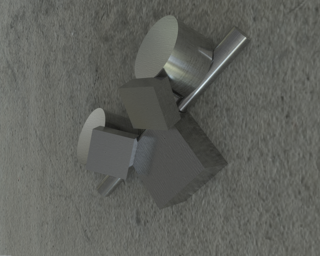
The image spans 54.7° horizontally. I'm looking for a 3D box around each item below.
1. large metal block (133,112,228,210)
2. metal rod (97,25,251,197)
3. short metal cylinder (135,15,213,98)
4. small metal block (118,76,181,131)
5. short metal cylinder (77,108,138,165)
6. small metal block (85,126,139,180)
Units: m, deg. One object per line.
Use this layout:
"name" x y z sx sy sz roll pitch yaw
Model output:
"large metal block" 0.018 0.037 0.371 0.080 0.050 0.080 -49 62 29
"metal rod" 0.002 -0.004 0.403 0.299 0.025 0.025 -48 62 28
"short metal cylinder" 0.014 -0.081 0.358 0.080 0.050 0.080 -32 47 43
"small metal block" -0.011 -0.026 0.332 0.050 0.025 0.050 3 123 39
"short metal cylinder" -0.074 0.018 0.431 0.080 0.050 0.080 -32 47 43
"small metal block" -0.057 0.029 0.370 0.050 0.025 0.050 14 101 6
